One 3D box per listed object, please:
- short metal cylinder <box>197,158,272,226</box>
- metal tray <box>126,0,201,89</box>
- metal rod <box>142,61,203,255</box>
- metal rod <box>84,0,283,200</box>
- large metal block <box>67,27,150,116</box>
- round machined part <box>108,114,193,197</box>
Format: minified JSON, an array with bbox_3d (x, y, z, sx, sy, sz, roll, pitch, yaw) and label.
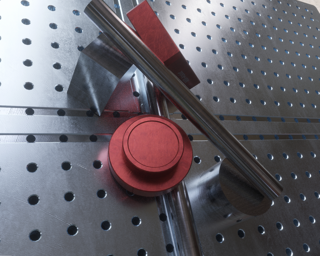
[{"bbox_3d":[0.096,0.079,0.398,0.081,0.050,0.080,14,56,-21],"label":"short metal cylinder"},{"bbox_3d":[0.010,-0.105,0.426,0.090,0.030,0.130,60,11,15],"label":"metal tray"},{"bbox_3d":[0.006,0.012,0.406,0.025,0.025,0.299,2,61,-28],"label":"metal rod"},{"bbox_3d":[0.032,-0.027,0.353,0.300,0.025,0.025,45,50,-8],"label":"metal rod"},{"bbox_3d":[-0.064,-0.075,0.386,0.050,0.080,0.080,36,51,-5],"label":"large metal block"},{"bbox_3d":[-0.010,0.026,0.357,0.099,0.042,0.098,4,62,-7],"label":"round machined part"}]
